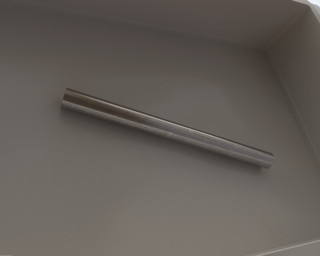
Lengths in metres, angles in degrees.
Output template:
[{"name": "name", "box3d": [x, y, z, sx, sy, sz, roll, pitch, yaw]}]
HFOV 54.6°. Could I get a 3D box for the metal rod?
[{"name": "metal rod", "box3d": [0.023, 0.006, 0.412, 0.302, 0.025, 0.025, 17, 55, -18]}]
